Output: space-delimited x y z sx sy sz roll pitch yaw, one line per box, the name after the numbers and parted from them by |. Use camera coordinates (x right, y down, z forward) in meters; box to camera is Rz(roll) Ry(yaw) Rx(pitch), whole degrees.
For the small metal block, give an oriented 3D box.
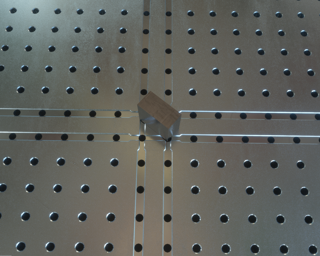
-0.001 -0.014 0.403 0.050 0.050 0.025 38 74 12 | small metal block
